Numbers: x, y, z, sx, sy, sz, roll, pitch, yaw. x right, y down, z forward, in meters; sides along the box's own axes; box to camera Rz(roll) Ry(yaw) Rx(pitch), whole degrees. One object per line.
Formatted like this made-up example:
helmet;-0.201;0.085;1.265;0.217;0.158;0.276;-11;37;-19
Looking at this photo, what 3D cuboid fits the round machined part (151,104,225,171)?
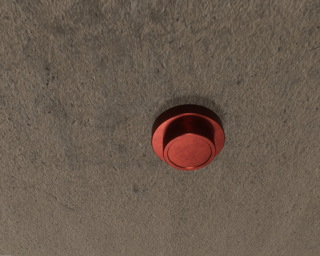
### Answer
round machined part;0.038;0.019;0.413;0.099;0.042;0.097;-1;130;0
